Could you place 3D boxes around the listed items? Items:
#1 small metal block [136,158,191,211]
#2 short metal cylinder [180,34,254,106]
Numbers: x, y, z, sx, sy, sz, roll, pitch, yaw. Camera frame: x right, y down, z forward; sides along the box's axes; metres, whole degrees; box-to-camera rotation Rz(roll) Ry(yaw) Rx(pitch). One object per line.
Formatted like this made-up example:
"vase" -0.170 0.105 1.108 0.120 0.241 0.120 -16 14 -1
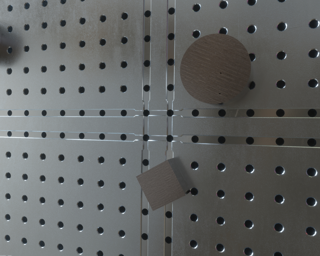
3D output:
"small metal block" 0.004 0.074 0.411 0.050 0.025 0.050 -30 80 17
"short metal cylinder" 0.070 -0.067 0.374 0.080 0.050 0.080 0 90 20
